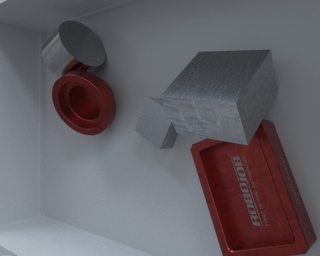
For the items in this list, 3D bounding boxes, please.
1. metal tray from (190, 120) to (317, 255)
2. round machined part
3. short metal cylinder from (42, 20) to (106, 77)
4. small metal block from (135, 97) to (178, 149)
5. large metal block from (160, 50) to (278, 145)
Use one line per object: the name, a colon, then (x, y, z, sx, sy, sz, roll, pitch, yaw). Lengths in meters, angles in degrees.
metal tray: (0.093, 0.066, 0.325, 0.090, 0.030, 0.129, -26, 74, 36)
round machined part: (-0.108, -0.041, 0.464, 0.098, 0.042, 0.097, 13, 124, 20)
short metal cylinder: (-0.132, -0.116, 0.477, 0.050, 0.081, 0.080, -31, 71, 35)
small metal block: (0.000, -0.007, 0.405, 0.050, 0.025, 0.050, 34, 111, 34)
large metal block: (0.061, -0.034, 0.311, 0.080, 0.080, 0.050, 10, 139, 39)
